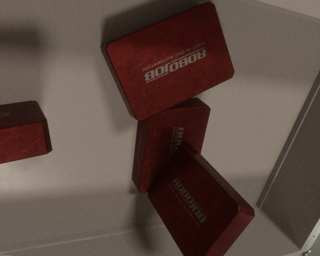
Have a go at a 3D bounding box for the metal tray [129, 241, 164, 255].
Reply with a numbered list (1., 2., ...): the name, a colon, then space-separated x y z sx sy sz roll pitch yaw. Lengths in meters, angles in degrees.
1. metal tray: -0.045 0.266 0.549 0.131 0.030 0.090 -29 129 -10

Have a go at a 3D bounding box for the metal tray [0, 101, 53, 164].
1. metal tray: -0.171 0.008 0.273 0.131 0.090 0.030 -12 111 -24

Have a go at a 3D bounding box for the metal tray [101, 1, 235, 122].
1. metal tray: 0.012 -0.075 0.350 0.131 0.030 0.090 -27 110 -12

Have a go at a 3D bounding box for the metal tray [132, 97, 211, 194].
1. metal tray: 0.013 0.025 0.430 0.091 0.030 0.129 -7 122 -26

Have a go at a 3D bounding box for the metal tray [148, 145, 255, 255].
1. metal tray: 0.043 0.093 0.384 0.030 0.130 0.090 24 105 -37
